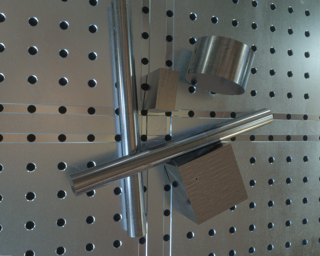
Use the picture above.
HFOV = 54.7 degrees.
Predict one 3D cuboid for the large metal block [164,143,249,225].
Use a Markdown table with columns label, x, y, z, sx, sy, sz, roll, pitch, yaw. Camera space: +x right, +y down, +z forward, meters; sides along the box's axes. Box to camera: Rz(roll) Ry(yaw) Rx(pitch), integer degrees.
| label | x | y | z | sx | sy | sz | roll | pitch | yaw |
| --- | --- | --- | --- | --- | --- | --- | --- | --- | --- |
| large metal block | 0.062 | 0.071 | 0.422 | 0.081 | 0.050 | 0.080 | -22 | 98 | -19 |

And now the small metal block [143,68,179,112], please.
| label | x | y | z | sx | sy | sz | roll | pitch | yaw |
| --- | --- | --- | --- | --- | --- | --- | --- | --- | --- |
| small metal block | 0.001 | -0.047 | 0.399 | 0.025 | 0.050 | 0.050 | 8 | 88 | -20 |

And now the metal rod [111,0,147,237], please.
| label | x | y | z | sx | sy | sz | roll | pitch | yaw |
| --- | --- | --- | --- | --- | --- | --- | --- | --- | --- |
| metal rod | -0.040 | -0.012 | 0.397 | 0.025 | 0.025 | 0.298 | -4 | 92 | -20 |

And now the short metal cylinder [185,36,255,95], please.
| label | x | y | z | sx | sy | sz | roll | pitch | yaw |
| --- | --- | --- | --- | --- | --- | --- | --- | --- | --- |
| short metal cylinder | 0.079 | -0.081 | 0.412 | 0.081 | 0.080 | 0.050 | 19 | 84 | -19 |

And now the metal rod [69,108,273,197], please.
| label | x | y | z | sx | sy | sz | roll | pitch | yaw |
| --- | --- | --- | --- | --- | --- | --- | --- | --- | --- |
| metal rod | 0.033 | 0.023 | 0.406 | 0.302 | 0.025 | 0.025 | -17 | 96 | -26 |
